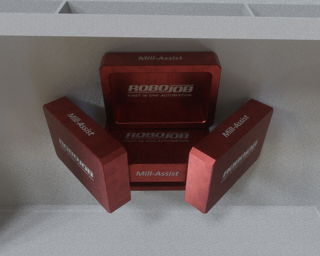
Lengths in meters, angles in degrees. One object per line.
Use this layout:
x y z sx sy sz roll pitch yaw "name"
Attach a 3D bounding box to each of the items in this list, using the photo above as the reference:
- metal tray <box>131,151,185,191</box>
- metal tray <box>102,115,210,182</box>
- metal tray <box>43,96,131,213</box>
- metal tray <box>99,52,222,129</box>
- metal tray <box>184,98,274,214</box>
-0.003 0.050 0.444 0.131 0.030 0.089 0 130 -1 "metal tray"
-0.004 0.022 0.383 0.131 0.090 0.030 0 130 -1 "metal tray"
-0.088 0.030 0.371 0.030 0.130 0.089 -30 139 -31 "metal tray"
0.001 -0.042 0.367 0.131 0.030 0.089 -1 131 -1 "metal tray"
0.084 0.031 0.374 0.030 0.131 0.089 31 138 30 "metal tray"
